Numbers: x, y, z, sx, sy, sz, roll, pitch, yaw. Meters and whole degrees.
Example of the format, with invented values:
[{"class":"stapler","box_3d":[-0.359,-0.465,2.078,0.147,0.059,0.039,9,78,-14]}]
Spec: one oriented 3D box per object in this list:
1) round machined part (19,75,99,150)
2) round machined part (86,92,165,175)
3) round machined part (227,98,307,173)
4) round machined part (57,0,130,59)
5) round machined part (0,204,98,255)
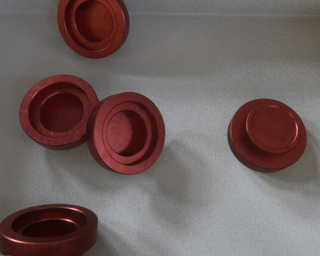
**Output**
[{"class":"round machined part","box_3d":[-0.126,-0.017,0.406,0.099,0.042,0.098,0,70,0]},{"class":"round machined part","box_3d":[-0.045,0.006,0.381,0.099,0.042,0.097,1,88,-36]},{"class":"round machined part","box_3d":[0.140,0.005,0.399,0.099,0.042,0.098,0,70,0]},{"class":"round machined part","box_3d":[-0.089,-0.150,0.436,0.098,0.097,0.042,17,28,6]},{"class":"round machined part","box_3d":[-0.117,0.120,0.332,0.099,0.098,0.042,4,97,1]}]
